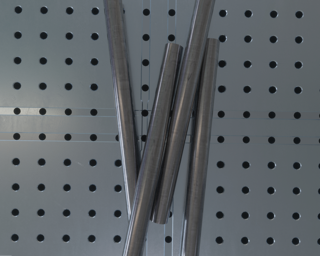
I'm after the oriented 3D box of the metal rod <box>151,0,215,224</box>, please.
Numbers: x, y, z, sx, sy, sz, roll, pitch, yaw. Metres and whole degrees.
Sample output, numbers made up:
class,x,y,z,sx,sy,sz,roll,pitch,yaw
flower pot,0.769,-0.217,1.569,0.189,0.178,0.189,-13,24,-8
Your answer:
class,x,y,z,sx,sy,sz,roll,pitch,yaw
metal rod,0.029,-0.023,0.403,0.025,0.025,0.298,12,94,0

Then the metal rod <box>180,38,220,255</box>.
class,x,y,z,sx,sy,sz,roll,pitch,yaw
metal rod,0.053,0.032,0.413,0.025,0.025,0.298,6,90,0

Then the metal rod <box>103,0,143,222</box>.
class,x,y,z,sx,sy,sz,roll,pitch,yaw
metal rod,-0.047,-0.024,0.413,0.025,0.025,0.298,-6,90,0

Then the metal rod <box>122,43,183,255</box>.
class,x,y,z,sx,sy,sz,roll,pitch,yaw
metal rod,-0.010,0.037,0.396,0.025,0.025,0.299,11,83,0
